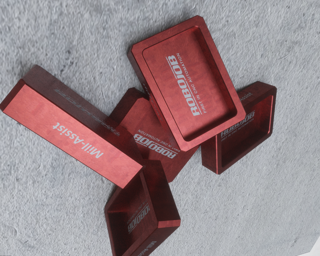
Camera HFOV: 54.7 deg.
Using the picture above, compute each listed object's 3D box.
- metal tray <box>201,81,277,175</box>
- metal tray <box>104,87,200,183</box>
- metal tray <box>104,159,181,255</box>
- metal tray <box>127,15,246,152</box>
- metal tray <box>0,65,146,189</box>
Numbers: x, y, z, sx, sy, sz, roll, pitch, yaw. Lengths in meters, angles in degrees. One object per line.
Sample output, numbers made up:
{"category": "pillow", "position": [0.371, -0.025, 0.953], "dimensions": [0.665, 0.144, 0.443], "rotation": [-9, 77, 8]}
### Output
{"category": "metal tray", "position": [0.115, -0.002, 0.448], "dimensions": [0.131, 0.030, 0.089], "rotation": [-30, 130, -28]}
{"category": "metal tray", "position": [-0.010, 0.015, 0.410], "dimensions": [0.131, 0.030, 0.090], "rotation": [28, 103, -38]}
{"category": "metal tray", "position": [-0.029, 0.111, 0.395], "dimensions": [0.030, 0.090, 0.129], "rotation": [6, 136, -31]}
{"category": "metal tray", "position": [0.031, -0.049, 0.355], "dimensions": [0.090, 0.030, 0.129], "rotation": [-28, 99, -11]}
{"category": "metal tray", "position": [-0.079, -0.003, 0.302], "dimensions": [0.130, 0.090, 0.030], "rotation": [38, 97, -23]}
